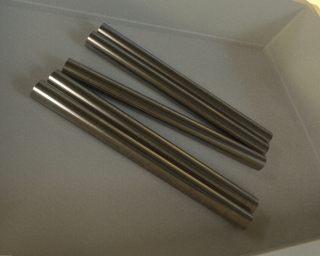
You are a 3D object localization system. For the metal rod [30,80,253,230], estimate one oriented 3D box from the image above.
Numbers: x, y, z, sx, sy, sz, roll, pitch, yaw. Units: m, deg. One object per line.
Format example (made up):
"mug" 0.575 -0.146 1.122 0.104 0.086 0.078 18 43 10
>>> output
"metal rod" -0.016 0.036 0.373 0.301 0.025 0.025 33 51 -7

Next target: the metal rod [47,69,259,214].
"metal rod" -0.004 0.021 0.389 0.301 0.025 0.025 33 51 -7

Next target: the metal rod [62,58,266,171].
"metal rod" 0.014 -0.013 0.419 0.301 0.025 0.025 26 53 -12

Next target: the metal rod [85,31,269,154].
"metal rod" 0.030 -0.045 0.447 0.301 0.025 0.025 32 52 -8

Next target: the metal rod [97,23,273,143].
"metal rod" 0.041 -0.061 0.463 0.301 0.025 0.025 32 52 -8
